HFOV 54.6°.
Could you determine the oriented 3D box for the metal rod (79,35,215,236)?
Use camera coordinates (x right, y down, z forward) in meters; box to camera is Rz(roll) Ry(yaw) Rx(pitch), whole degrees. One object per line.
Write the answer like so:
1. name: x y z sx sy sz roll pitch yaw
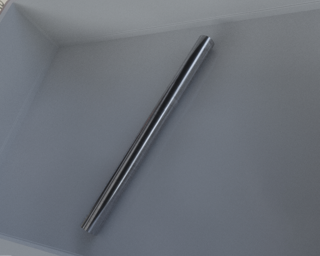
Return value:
1. metal rod: -0.010 -0.001 0.409 0.025 0.025 0.300 22 73 36
